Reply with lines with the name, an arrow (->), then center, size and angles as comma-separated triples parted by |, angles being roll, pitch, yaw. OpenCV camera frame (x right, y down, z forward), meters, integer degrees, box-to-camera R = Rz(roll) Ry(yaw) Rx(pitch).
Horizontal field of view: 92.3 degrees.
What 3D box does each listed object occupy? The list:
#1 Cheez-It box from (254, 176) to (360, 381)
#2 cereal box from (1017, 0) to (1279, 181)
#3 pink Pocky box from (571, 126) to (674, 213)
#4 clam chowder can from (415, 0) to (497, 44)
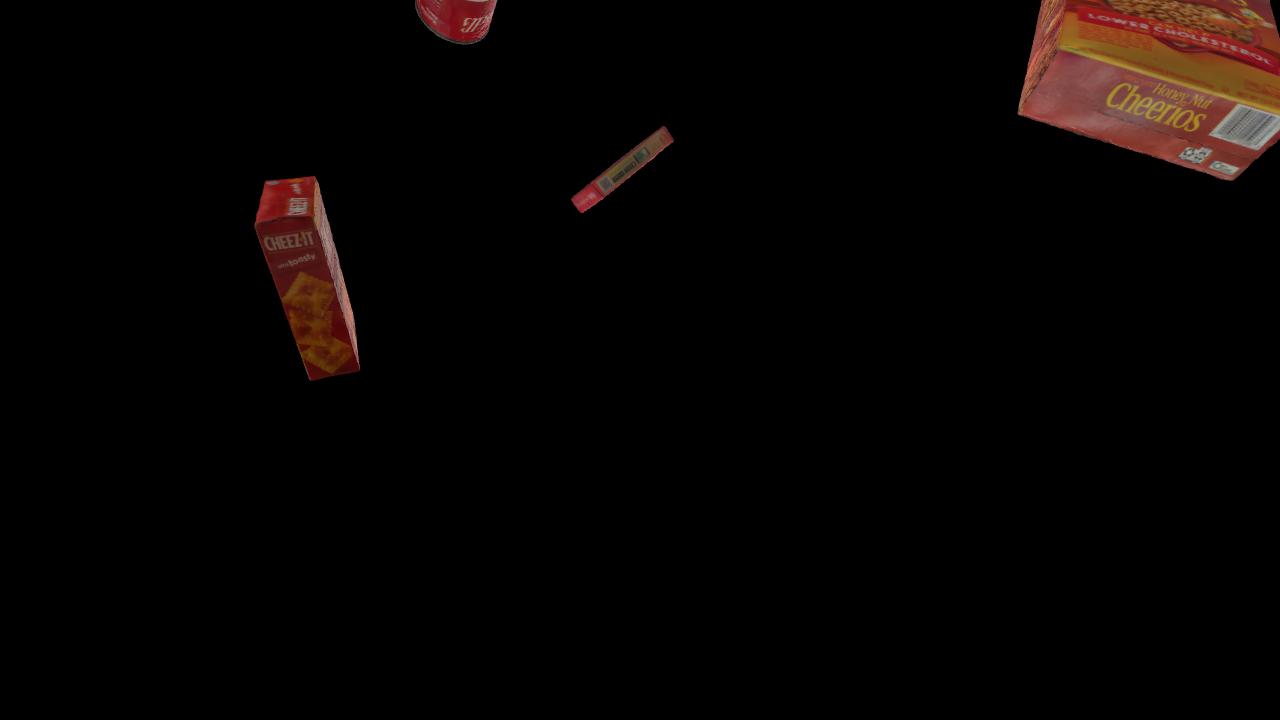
Cheez-It box -> -0.434, -0.110, 0.813 | 0.071, 0.223, 0.166 | -13, 36, -20
cereal box -> 0.528, -0.330, 0.640 | 0.203, 0.306, 0.081 | 25, -33, 12
pink Pocky box -> -0.026, -0.277, 0.896 | 0.155, 0.029, 0.084 | -44, 16, -22
clam chowder can -> -0.151, -0.336, 0.527 | 0.068, 0.068, 0.102 | 0, -17, -27
